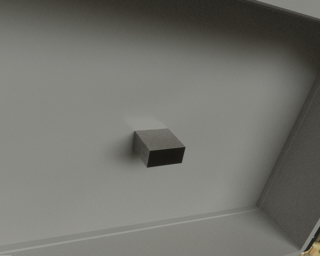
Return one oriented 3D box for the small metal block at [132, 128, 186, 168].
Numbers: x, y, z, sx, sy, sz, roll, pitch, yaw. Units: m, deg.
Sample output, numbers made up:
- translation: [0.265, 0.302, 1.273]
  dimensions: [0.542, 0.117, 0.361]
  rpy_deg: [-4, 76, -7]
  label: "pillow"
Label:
- translation: [-0.002, 0.025, 0.408]
  dimensions: [0.050, 0.050, 0.025]
  rpy_deg: [-4, 120, -27]
  label: "small metal block"
